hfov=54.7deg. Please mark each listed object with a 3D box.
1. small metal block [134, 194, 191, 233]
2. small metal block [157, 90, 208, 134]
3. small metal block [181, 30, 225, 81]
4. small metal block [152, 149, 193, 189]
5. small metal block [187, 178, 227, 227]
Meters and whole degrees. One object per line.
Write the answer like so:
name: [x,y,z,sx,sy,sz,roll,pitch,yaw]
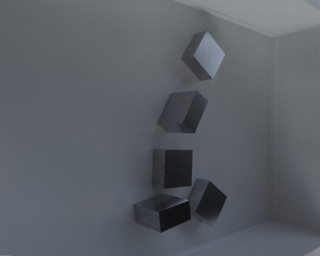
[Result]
small metal block: [0.003,0.106,0.393,0.050,0.050,0.025,-9,96,-40]
small metal block: [0.030,-0.021,0.415,0.025,0.050,0.050,38,67,-34]
small metal block: [0.065,-0.106,0.461,0.050,0.025,0.050,42,65,-32]
small metal block: [0.017,0.054,0.421,0.050,0.025,0.050,3,88,-40]
small metal block: [0.068,0.111,0.464,0.050,0.025,0.050,44,64,-31]
